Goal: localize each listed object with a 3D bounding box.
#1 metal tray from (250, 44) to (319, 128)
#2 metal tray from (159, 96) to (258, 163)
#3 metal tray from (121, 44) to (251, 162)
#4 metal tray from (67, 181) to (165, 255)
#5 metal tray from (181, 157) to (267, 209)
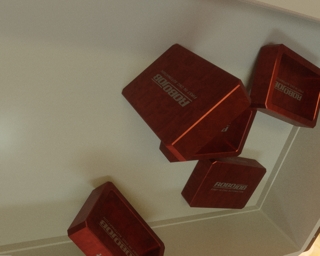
[{"bbox_3d":[0.191,-0.057,0.456,0.131,0.030,0.090,16,88,-35],"label":"metal tray"},{"bbox_3d":[0.071,0.000,0.446,0.131,0.030,0.089,-2,119,-28],"label":"metal tray"},{"bbox_3d":[0.021,-0.034,0.332,0.090,0.130,0.030,-42,130,0],"label":"metal tray"},{"bbox_3d":[-0.049,0.144,0.396,0.030,0.090,0.130,-32,104,21],"label":"metal tray"},{"bbox_3d":[0.110,0.092,0.525,0.131,0.030,0.089,12,112,-34],"label":"metal tray"}]
